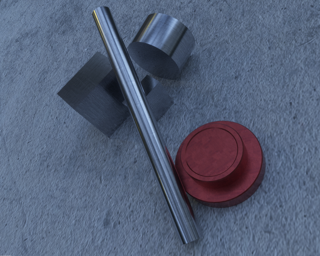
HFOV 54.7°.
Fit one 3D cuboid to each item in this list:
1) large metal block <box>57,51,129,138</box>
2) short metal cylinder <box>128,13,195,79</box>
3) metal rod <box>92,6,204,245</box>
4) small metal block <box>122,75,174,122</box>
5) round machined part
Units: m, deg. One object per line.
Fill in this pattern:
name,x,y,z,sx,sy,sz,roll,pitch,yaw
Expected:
large metal block,-0.080,-0.046,0.437,0.080,0.080,0.050,-49,52,-6
short metal cylinder,0.002,-0.113,0.435,0.080,0.080,0.050,17,71,34
metal rod,-0.022,-0.017,0.360,0.025,0.025,0.299,-26,73,12
small metal block,-0.015,-0.034,0.415,0.025,0.050,0.050,35,81,38
round machined part,0.061,0.034,0.339,0.098,0.042,0.098,-13,56,20
